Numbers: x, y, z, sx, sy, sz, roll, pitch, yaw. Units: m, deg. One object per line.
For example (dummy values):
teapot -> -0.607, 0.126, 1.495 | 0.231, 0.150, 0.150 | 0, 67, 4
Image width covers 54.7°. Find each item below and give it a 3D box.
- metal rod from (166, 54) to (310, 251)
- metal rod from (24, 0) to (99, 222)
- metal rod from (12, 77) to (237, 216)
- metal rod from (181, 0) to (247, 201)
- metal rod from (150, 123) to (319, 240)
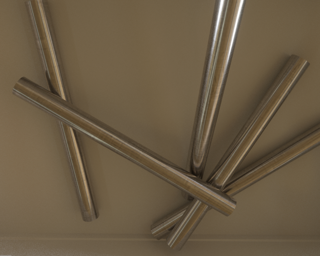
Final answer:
metal rod -> 0.096, 0.040, 0.411 | 0.025, 0.025, 0.299 | 30, 101, -11
metal rod -> -0.122, -0.008, 0.407 | 0.025, 0.025, 0.298 | -7, 110, 2
metal rod -> -0.038, 0.026, 0.382 | 0.301, 0.025, 0.025 | 31, 107, -6
metal rod -> 0.052, -0.013, 0.346 | 0.025, 0.025, 0.298 | 3, 133, -1
metal rod -> 0.115, 0.076, 0.439 | 0.300, 0.025, 0.025 | -34, 107, 11
